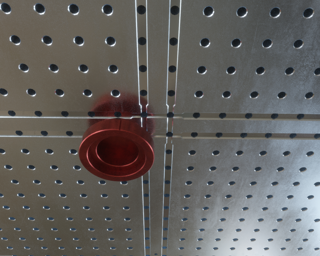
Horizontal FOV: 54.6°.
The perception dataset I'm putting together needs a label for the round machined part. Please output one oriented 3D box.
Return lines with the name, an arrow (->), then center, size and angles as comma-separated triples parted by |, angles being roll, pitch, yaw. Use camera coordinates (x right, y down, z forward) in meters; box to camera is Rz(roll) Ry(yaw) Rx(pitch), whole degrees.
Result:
round machined part -> -0.057, 0.025, 0.421 | 0.099, 0.042, 0.097 | 0, 130, 0
